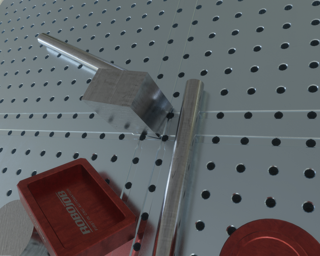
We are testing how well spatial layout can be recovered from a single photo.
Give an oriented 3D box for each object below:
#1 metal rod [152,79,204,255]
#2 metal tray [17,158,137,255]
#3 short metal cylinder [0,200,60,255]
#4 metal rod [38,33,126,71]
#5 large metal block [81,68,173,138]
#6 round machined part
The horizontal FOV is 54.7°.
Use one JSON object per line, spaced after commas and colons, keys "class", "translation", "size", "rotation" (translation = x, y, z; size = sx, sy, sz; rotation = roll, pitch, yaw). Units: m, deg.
{"class": "metal rod", "translation": [0.018, 0.073, 0.353], "size": [0.025, 0.025, 0.300], "rotation": [-2, 61, 27]}
{"class": "metal tray", "translation": [-0.100, 0.095, 0.365], "size": [0.091, 0.030, 0.130], "rotation": [-21, 42, -33]}
{"class": "short metal cylinder", "translation": [-0.175, 0.138, 0.397], "size": [0.080, 0.050, 0.080], "rotation": [-13, 56, 21]}
{"class": "metal rod", "translation": [-0.139, -0.126, 0.555], "size": [0.300, 0.025, 0.025], "rotation": [30, 78, 37]}
{"class": "large metal block", "translation": [-0.041, -0.033, 0.413], "size": [0.080, 0.080, 0.050], "rotation": [11, 67, 32]}
{"class": "round machined part", "translation": [0.097, 0.128, 0.268], "size": [0.098, 0.042, 0.098], "rotation": [-13, 56, 20]}
